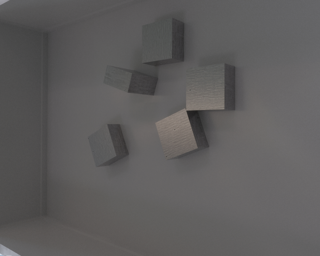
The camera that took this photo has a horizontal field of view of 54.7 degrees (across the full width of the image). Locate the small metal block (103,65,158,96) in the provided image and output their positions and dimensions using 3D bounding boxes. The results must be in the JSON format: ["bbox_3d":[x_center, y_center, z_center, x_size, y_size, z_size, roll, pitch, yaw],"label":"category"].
[{"bbox_3d":[-0.040,-0.065,0.424,0.050,0.050,0.025,24,106,37],"label":"small metal block"}]

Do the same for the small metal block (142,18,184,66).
[{"bbox_3d":[0.004,-0.111,0.404,0.050,0.025,0.050,1,91,40],"label":"small metal block"}]

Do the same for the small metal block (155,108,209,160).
[{"bbox_3d":[0.027,0.008,0.385,0.050,0.025,0.050,-26,74,37],"label":"small metal block"}]

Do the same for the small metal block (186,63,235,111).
[{"bbox_3d":[0.058,-0.045,0.359,0.050,0.025,0.050,0,90,40],"label":"small metal block"}]

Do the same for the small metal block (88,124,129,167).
[{"bbox_3d":[-0.079,0.027,0.473,0.050,0.025,0.050,-30,72,36],"label":"small metal block"}]
